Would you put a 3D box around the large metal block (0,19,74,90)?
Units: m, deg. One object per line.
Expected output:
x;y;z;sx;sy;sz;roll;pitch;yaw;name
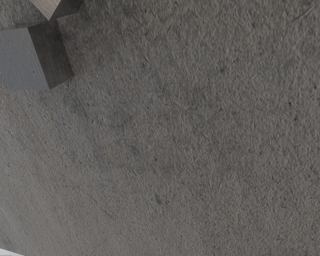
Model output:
-0.176;-0.099;0.423;0.080;0.050;0.079;3;120;26;large metal block

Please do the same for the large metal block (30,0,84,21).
-0.117;-0.181;0.340;0.080;0.050;0.080;48;129;-6;large metal block
